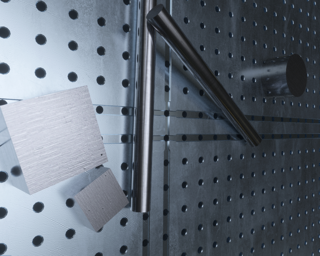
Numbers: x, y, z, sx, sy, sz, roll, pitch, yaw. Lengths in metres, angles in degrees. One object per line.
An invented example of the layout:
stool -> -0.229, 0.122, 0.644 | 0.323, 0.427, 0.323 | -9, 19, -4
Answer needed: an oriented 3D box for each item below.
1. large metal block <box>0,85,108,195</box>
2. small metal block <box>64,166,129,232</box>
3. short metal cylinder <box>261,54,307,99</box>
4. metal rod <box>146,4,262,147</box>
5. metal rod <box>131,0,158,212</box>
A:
large metal block -> -0.107, 0.008, 0.303 | 0.081, 0.050, 0.080 | -22, 104, -38
small metal block -> -0.070, 0.079, 0.350 | 0.050, 0.025, 0.050 | -38, 114, -33
short metal cylinder -> 0.237, -0.097, 0.592 | 0.081, 0.050, 0.079 | 0, 90, -40
metal rod -> 0.081, -0.058, 0.459 | 0.300, 0.025, 0.025 | 43, 64, -38
metal rod -> -0.019, -0.046, 0.392 | 0.025, 0.025, 0.298 | 3, 88, -40
